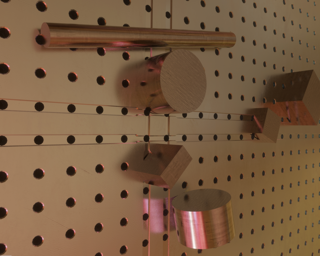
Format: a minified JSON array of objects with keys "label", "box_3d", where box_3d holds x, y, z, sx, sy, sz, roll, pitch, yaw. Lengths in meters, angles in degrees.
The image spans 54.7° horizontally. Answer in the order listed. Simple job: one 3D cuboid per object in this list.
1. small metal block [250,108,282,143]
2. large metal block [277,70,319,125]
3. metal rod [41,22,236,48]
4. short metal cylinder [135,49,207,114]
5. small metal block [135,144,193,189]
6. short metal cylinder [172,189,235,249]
[{"label":"small metal block","box_3d":[0.196,-0.004,0.574,0.050,0.025,0.050,28,72,-37]},{"label":"large metal block","box_3d":[0.296,-0.061,0.640,0.080,0.050,0.080,44,64,-31]},{"label":"metal rod","box_3d":[-0.001,-0.118,0.407,0.302,0.025,0.025,-12,98,-39]},{"label":"short metal cylinder","box_3d":[0.015,-0.058,0.405,0.081,0.050,0.080,0,90,-40]},{"label":"small metal block","box_3d":[0.005,0.047,0.397,0.050,0.050,0.025,-51,120,-28]},{"label":"short metal cylinder","box_3d":[0.059,0.121,0.423,0.081,0.080,0.050,-15,100,-39]}]
